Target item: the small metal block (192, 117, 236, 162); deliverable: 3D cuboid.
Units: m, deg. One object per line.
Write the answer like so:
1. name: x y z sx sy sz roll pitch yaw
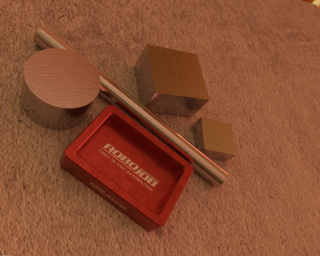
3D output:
1. small metal block: 0.076 0.017 0.438 0.050 0.025 0.050 12 57 -22

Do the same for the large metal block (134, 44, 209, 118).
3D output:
1. large metal block: 0.014 -0.064 0.437 0.081 0.050 0.080 4 60 -27

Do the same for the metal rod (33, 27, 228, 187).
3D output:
1. metal rod: -0.036 -0.025 0.402 0.300 0.025 0.025 39 51 -3

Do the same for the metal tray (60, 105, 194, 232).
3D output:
1. metal tray: -0.035 0.044 0.358 0.130 0.030 0.090 38 51 -3

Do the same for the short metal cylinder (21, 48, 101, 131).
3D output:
1. short metal cylinder: -0.114 -0.044 0.355 0.081 0.050 0.080 14 56 -21
